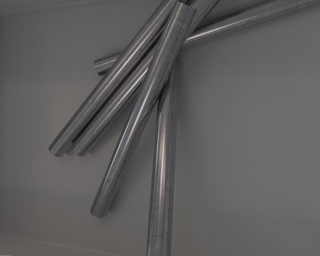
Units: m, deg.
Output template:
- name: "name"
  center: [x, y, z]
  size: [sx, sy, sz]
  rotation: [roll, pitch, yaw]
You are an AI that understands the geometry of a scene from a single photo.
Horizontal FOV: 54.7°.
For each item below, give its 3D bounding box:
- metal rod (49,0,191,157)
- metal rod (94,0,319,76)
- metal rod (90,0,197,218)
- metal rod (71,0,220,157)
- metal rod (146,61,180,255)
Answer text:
- name: "metal rod"
  center: [-0.060, -0.066, 0.410]
  size: [0.299, 0.025, 0.025]
  rotation: [-46, 76, 22]
- name: "metal rod"
  center: [0.051, -0.120, 0.392]
  size: [0.301, 0.025, 0.025]
  rotation: [-14, 85, 19]
- name: "metal rod"
  center: [-0.029, -0.007, 0.390]
  size: [0.025, 0.025, 0.298]
  rotation: [31, 111, 17]
- name: "metal rod"
  center: [-0.022, -0.069, 0.398]
  size: [0.299, 0.025, 0.025]
  rotation: [-46, 76, 21]
- name: "metal rod"
  center: [0.004, 0.053, 0.344]
  size: [0.025, 0.025, 0.299]
  rotation: [-6, 63, 20]
